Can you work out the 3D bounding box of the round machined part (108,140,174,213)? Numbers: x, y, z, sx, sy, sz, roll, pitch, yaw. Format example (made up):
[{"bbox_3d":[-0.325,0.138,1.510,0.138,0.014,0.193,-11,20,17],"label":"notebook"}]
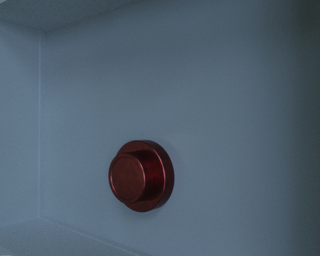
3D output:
[{"bbox_3d":[-0.032,0.066,0.420,0.098,0.042,0.097,0,90,39],"label":"round machined part"}]
